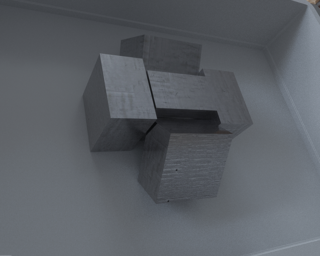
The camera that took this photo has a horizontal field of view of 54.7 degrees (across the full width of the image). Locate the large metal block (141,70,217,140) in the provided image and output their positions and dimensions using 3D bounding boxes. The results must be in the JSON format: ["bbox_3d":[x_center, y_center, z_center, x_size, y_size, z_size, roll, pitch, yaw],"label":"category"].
[{"bbox_3d":[0.010,-0.024,0.389,0.081,0.080,0.050,1,62,-28],"label":"large metal block"}]

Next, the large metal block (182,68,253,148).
[{"bbox_3d":[0.068,-0.022,0.419,0.050,0.080,0.080,1,62,-28],"label":"large metal block"}]

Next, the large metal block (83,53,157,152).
[{"bbox_3d":[-0.050,-0.026,0.357,0.050,0.080,0.080,1,62,-28],"label":"large metal block"}]

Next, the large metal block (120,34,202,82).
[{"bbox_3d":[-0.003,-0.089,0.414,0.081,0.080,0.050,2,99,-28],"label":"large metal block"}]

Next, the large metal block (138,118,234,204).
[{"bbox_3d":[0.027,0.035,0.353,0.081,0.079,0.050,1,19,-29],"label":"large metal block"}]
